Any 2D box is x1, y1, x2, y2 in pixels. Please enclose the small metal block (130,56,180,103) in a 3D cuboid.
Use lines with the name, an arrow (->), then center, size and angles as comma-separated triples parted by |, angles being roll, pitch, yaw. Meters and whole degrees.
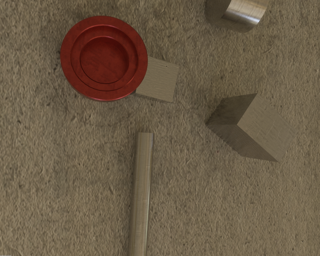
small metal block -> -0.007, -0.063, 0.407 | 0.050, 0.025, 0.050 | 13, 86, -20

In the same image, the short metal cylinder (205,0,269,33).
short metal cylinder -> 0.103, -0.175, 0.419 | 0.050, 0.080, 0.080 | 10, 87, -20

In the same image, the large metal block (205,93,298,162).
large metal block -> 0.123, 0.000, 0.427 | 0.080, 0.080, 0.050 | 39, 78, -16

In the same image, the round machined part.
round machined part -> -0.067, -0.079, 0.372 | 0.099, 0.042, 0.097 | 0, 89, -14

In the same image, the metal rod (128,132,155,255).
metal rod -> -0.029, 0.155, 0.399 | 0.025, 0.025, 0.298 | 4, 89, -20
